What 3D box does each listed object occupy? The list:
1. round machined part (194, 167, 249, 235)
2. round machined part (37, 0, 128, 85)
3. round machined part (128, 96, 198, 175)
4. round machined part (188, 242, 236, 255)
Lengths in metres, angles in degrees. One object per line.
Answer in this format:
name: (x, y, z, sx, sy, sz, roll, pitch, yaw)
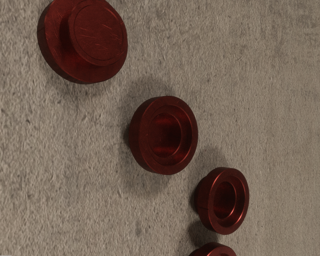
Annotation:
round machined part: (0.090, 0.108, 0.472, 0.099, 0.042, 0.097, 0, 90, -40)
round machined part: (-0.075, -0.098, 0.332, 0.099, 0.042, 0.097, 0, 90, -40)
round machined part: (0.000, 0.009, 0.396, 0.099, 0.042, 0.097, 0, 90, -40)
round machined part: (0.070, 0.217, 0.456, 0.099, 0.042, 0.097, 0, 90, -40)
